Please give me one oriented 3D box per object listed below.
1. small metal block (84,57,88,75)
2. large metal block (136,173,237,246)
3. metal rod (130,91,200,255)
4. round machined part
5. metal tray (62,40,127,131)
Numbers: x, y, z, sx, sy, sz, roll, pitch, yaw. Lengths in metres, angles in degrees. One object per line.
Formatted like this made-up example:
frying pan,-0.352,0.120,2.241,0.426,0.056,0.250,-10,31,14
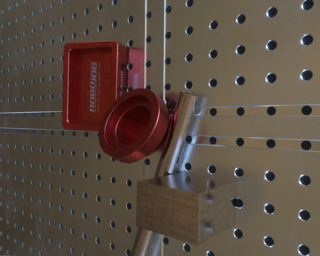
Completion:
small metal block,-0.127,-0.101,0.511,0.050,0.025,0.050,10,96,39
large metal block,0.031,0.085,0.347,0.080,0.081,0.050,3,92,39
metal rod,-0.005,0.097,0.411,0.025,0.025,0.298,27,106,36
round machined part,-0.029,0.000,0.404,0.098,0.042,0.098,-19,54,29
metal tray,-0.099,-0.061,0.464,0.090,0.030,0.129,3,92,19
